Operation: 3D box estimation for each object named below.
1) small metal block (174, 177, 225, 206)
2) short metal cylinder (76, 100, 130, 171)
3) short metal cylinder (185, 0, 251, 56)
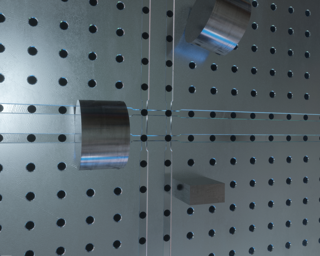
[{"bbox_3d":[0.052,0.084,0.419,0.050,0.050,0.025,0,90,-20],"label":"small metal block"},{"bbox_3d":[-0.069,0.008,0.358,0.050,0.080,0.080,0,90,-20],"label":"short metal cylinder"},{"bbox_3d":[0.074,-0.142,0.410,0.050,0.080,0.080,17,84,-19],"label":"short metal cylinder"}]
